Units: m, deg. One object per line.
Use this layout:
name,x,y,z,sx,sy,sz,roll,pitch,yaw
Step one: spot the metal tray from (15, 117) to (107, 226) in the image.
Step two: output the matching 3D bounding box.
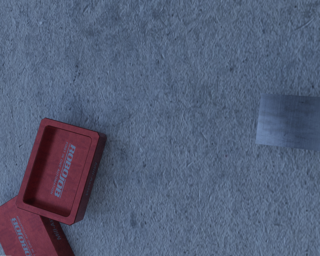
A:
metal tray,-0.138,0.059,0.436,0.090,0.030,0.129,15,86,11

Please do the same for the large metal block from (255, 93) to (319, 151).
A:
large metal block,0.147,-0.005,0.328,0.080,0.080,0.050,6,92,19

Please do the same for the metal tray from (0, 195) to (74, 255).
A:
metal tray,-0.196,0.167,0.474,0.090,0.030,0.130,-32,80,16
